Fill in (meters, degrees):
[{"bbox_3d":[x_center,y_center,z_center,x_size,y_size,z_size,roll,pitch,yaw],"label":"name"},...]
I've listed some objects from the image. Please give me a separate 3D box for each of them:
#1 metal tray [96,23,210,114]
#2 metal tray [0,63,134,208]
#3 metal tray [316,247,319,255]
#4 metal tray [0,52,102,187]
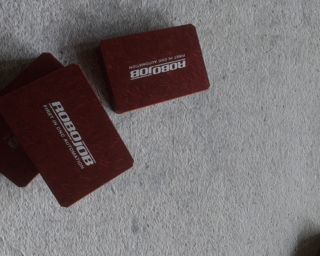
[{"bbox_3d":[-0.007,-0.078,0.404,0.131,0.030,0.089,-17,96,-19],"label":"metal tray"},{"bbox_3d":[-0.099,0.007,0.337,0.091,0.030,0.130,-32,101,-17],"label":"metal tray"},{"bbox_3d":[0.320,0.245,0.525,0.130,0.030,0.090,34,79,-17],"label":"metal tray"},{"bbox_3d":[-0.143,-0.010,0.354,0.090,0.030,0.130,45,76,-15],"label":"metal tray"}]
